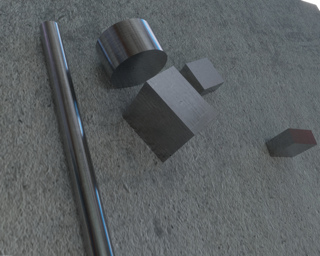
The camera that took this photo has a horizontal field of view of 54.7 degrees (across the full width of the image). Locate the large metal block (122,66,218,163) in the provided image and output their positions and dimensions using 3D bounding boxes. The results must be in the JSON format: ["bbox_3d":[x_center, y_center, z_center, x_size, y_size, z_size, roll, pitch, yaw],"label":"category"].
[{"bbox_3d":[0.010,-0.015,0.385,0.080,0.080,0.050,49,51,5],"label":"large metal block"}]

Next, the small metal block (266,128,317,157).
[{"bbox_3d":[0.206,0.024,0.486,0.050,0.050,0.025,4,60,-27],"label":"small metal block"}]

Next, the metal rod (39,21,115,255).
[{"bbox_3d":[-0.099,0.000,0.351,0.025,0.025,0.299,-5,64,-31],"label":"metal rod"}]

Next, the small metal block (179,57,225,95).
[{"bbox_3d":[0.066,-0.080,0.490,0.050,0.025,0.050,-25,75,-37],"label":"small metal block"}]

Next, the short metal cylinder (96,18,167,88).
[{"bbox_3d":[-0.037,-0.097,0.409,0.081,0.080,0.050,-15,70,-35],"label":"short metal cylinder"}]
